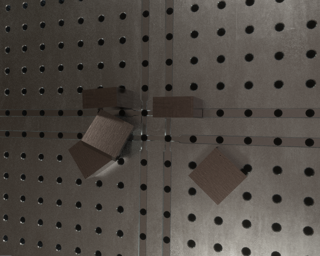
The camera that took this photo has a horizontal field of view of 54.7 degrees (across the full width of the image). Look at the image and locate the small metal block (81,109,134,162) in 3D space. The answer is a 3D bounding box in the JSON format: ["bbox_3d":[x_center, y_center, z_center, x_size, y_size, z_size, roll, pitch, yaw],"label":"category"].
[{"bbox_3d":[-0.070,0.010,0.419,0.050,0.025,0.050,27,70,1],"label":"small metal block"}]

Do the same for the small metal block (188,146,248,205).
[{"bbox_3d":[0.073,0.058,0.386,0.050,0.025,0.050,45,103,14],"label":"small metal block"}]

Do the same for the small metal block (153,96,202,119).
[{"bbox_3d":[0.023,-0.025,0.390,0.050,0.050,0.025,1,91,19],"label":"small metal block"}]

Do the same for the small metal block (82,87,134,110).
[{"bbox_3d":[-0.070,-0.039,0.423,0.050,0.050,0.025,-3,89,19],"label":"small metal block"}]

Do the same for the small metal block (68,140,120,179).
[{"bbox_3d":[-0.095,0.038,0.445,0.050,0.025,0.050,-36,79,16],"label":"small metal block"}]
